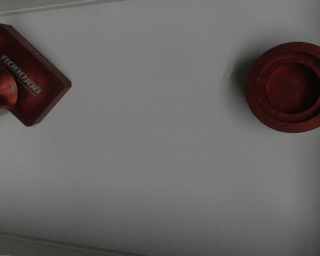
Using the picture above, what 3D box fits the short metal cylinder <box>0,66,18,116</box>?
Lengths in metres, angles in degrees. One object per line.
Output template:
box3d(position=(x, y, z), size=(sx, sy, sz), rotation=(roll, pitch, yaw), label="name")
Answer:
box3d(position=(-0.250, -0.050, 0.429), size=(0.080, 0.050, 0.079), rotation=(1, 102, 6), label="short metal cylinder")

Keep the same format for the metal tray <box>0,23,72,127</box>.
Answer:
box3d(position=(-0.210, -0.077, 0.459), size=(0.130, 0.030, 0.090), rotation=(44, 104, -4), label="metal tray")

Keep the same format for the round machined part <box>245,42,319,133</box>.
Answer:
box3d(position=(0.149, -0.043, 0.349), size=(0.098, 0.042, 0.097), rotation=(0, 90, 19), label="round machined part")
